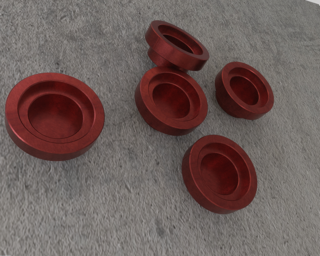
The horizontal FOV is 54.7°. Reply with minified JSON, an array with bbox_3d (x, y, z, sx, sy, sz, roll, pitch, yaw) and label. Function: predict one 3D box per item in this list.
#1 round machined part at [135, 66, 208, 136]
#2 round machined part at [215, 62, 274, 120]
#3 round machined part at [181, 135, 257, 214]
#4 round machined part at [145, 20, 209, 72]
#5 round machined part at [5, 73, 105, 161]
[{"bbox_3d":[0.012,-0.032,0.419,0.099,0.042,0.098,13,56,-21],"label":"round machined part"},{"bbox_3d":[0.129,-0.055,0.495,0.099,0.042,0.098,14,56,-21],"label":"round machined part"},{"bbox_3d":[0.070,0.061,0.393,0.099,0.042,0.098,14,56,-21],"label":"round machined part"},{"bbox_3d":[0.021,-0.114,0.461,0.099,0.042,0.098,23,34,-16],"label":"round machined part"},{"bbox_3d":[-0.114,-0.009,0.337,0.099,0.042,0.098,14,56,-21],"label":"round machined part"}]
